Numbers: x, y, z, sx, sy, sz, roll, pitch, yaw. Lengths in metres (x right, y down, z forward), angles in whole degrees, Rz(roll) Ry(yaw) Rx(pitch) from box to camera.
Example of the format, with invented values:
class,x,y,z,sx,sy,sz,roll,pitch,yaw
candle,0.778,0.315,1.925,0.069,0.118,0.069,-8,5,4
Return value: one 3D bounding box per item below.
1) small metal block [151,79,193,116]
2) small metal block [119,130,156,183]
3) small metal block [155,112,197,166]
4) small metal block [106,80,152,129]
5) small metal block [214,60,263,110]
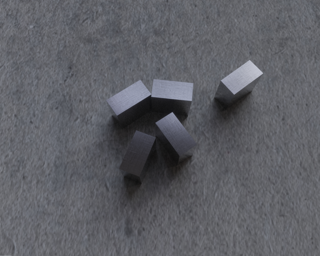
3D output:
class,x,y,z,sx,sy,sz,roll,pitch,yaw
small metal block,0.015,-0.039,0.409,0.050,0.050,0.025,6,70,2
small metal block,-0.026,0.037,0.381,0.025,0.050,0.050,20,71,7
small metal block,0.019,0.015,0.390,0.025,0.050,0.050,-33,74,-11
small metal block,-0.038,-0.030,0.405,0.050,0.050,0.025,-33,74,-11
small metal block,0.104,-0.057,0.417,0.050,0.050,0.025,-36,74,-12
